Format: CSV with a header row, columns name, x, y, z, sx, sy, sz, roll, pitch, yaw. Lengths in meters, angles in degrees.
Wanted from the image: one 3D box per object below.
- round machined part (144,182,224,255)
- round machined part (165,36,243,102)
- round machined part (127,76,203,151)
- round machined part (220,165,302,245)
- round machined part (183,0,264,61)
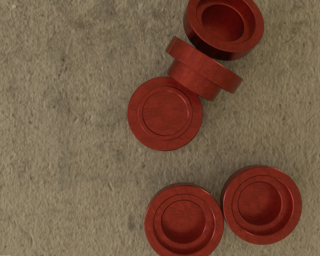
name,x,y,z,sx,sy,sz,roll,pitch,yaw
round machined part,0.030,0.119,0.402,0.099,0.042,0.097,0,90,-1
round machined part,0.047,-0.067,0.376,0.098,0.098,0.042,32,105,-1
round machined part,0.007,-0.019,0.402,0.099,0.042,0.097,0,90,-1
round machined part,0.127,0.096,0.403,0.099,0.042,0.097,0,90,-1
round machined part,0.076,-0.127,0.392,0.099,0.042,0.098,4,70,-11
